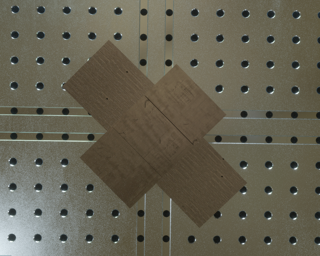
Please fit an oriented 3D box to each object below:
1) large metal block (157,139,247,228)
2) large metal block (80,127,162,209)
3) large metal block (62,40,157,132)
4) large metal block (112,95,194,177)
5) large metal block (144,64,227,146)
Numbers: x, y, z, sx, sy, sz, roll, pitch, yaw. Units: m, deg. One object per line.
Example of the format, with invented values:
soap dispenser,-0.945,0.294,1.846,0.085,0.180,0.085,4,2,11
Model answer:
large metal block,0.050,0.065,0.402,0.080,0.050,0.080,-44,91,1
large metal block,-0.044,0.044,0.386,0.050,0.080,0.080,-44,91,0
large metal block,-0.061,-0.050,0.397,0.080,0.050,0.080,45,91,-1
large metal block,-0.008,0.009,0.386,0.050,0.080,0.080,-44,91,0
large metal block,0.028,-0.026,0.387,0.050,0.080,0.080,-44,91,0
